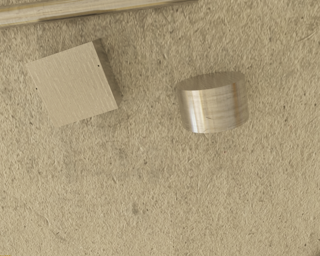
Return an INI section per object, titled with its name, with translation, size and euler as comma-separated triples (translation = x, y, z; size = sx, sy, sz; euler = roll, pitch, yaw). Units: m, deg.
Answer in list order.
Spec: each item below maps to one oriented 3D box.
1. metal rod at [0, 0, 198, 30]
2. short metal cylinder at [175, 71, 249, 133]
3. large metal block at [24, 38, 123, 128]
[metal rod]
translation = -0.108, -0.138, 0.357
size = 0.302, 0.025, 0.025
euler = -7, 110, 2
[short metal cylinder]
translation = 0.062, -0.033, 0.369
size = 0.080, 0.080, 0.050
euler = -11, 110, 4
[large metal block]
translation = -0.099, -0.055, 0.375
size = 0.080, 0.050, 0.080
euler = -17, 109, 6
